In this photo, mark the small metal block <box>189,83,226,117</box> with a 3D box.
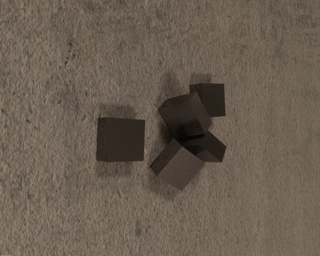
[{"bbox_3d":[0.072,-0.041,0.468,0.050,0.025,0.050,-6,94,-40],"label":"small metal block"}]

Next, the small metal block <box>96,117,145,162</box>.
[{"bbox_3d":[-0.046,0.014,0.368,0.050,0.025,0.050,3,88,-40],"label":"small metal block"}]

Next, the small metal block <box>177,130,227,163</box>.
[{"bbox_3d":[0.057,0.026,0.437,0.050,0.050,0.025,38,62,-34],"label":"small metal block"}]

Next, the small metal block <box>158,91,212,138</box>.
[{"bbox_3d":[0.034,-0.016,0.416,0.050,0.050,0.025,59,43,-22],"label":"small metal block"}]

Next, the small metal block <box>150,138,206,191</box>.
[{"bbox_3d":[0.024,0.049,0.414,0.050,0.025,0.050,37,95,-34],"label":"small metal block"}]
